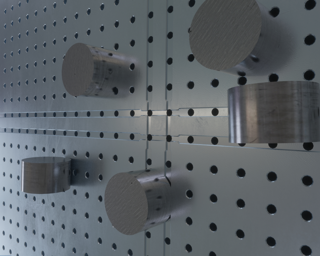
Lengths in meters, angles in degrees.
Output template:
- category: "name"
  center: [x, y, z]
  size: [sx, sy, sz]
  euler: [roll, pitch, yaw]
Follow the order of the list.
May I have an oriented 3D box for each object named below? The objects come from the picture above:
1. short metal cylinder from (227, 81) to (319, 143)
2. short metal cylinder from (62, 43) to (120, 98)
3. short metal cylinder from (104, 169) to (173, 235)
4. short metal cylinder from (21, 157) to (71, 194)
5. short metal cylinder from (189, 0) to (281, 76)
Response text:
- category: "short metal cylinder"
  center: [0.104, -0.012, 0.287]
  size: [0.080, 0.081, 0.050]
  euler: [-2, 89, 40]
- category: "short metal cylinder"
  center: [-0.108, -0.087, 0.483]
  size: [0.080, 0.050, 0.079]
  euler: [0, 90, 40]
- category: "short metal cylinder"
  center: [-0.029, 0.097, 0.417]
  size: [0.080, 0.050, 0.079]
  euler: [0, 90, 40]
- category: "short metal cylinder"
  center: [-0.196, 0.080, 0.536]
  size: [0.080, 0.081, 0.050]
  euler: [4, 93, 40]
- category: "short metal cylinder"
  center: [0.079, -0.098, 0.328]
  size: [0.080, 0.050, 0.079]
  euler: [0, 90, 40]
